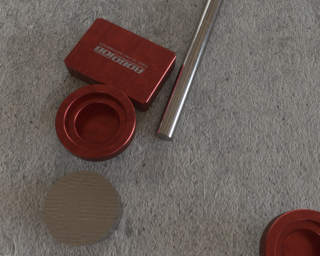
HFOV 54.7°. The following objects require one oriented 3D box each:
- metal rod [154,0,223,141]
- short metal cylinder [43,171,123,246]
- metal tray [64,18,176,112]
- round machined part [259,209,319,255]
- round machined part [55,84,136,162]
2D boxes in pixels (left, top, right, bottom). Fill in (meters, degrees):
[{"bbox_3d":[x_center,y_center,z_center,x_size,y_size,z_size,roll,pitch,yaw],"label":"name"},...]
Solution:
[{"bbox_3d":[0.055,-0.120,0.452,0.025,0.025,0.300,19,71,6],"label":"metal rod"},{"bbox_3d":[-0.086,0.094,0.360,0.081,0.050,0.080,0,70,0],"label":"short metal cylinder"},{"bbox_3d":[-0.054,-0.091,0.438,0.130,0.030,0.090,28,72,9],"label":"metal tray"},{"bbox_3d":[0.161,0.143,0.349,0.099,0.042,0.098,0,70,-1],"label":"round machined part"},{"bbox_3d":[-0.079,-0.004,0.399,0.099,0.042,0.098,0,70,-1],"label":"round machined part"}]
